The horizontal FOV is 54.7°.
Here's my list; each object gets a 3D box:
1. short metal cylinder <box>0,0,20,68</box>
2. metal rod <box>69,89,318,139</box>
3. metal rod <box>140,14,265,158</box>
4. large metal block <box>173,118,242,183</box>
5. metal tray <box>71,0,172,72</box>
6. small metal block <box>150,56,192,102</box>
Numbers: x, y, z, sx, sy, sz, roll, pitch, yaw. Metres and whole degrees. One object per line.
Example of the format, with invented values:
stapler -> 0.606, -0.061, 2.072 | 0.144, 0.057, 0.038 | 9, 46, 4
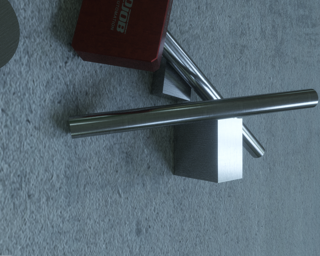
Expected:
short metal cylinder -> -0.164, -0.079, 0.251 | 0.081, 0.050, 0.079 | 0, 90, -40
metal rod -> 0.051, -0.020, 0.365 | 0.302, 0.025, 0.025 | -7, 96, -14
metal rod -> 0.077, -0.040, 0.442 | 0.300, 0.025, 0.025 | 42, 65, -36
large metal block -> 0.064, 0.027, 0.425 | 0.050, 0.080, 0.079 | -1, 91, -40
metal tray -> -0.035, -0.133, 0.337 | 0.030, 0.090, 0.129 | 69, 31, -79
small metal block -> 0.017, -0.066, 0.421 | 0.050, 0.025, 0.050 | 11, 83, -40
